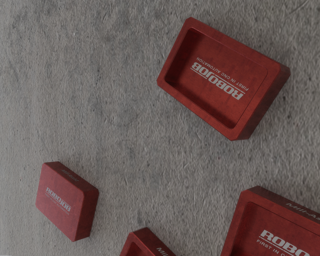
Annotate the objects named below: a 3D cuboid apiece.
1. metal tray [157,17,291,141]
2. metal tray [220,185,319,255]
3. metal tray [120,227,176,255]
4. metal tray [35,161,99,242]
[{"bbox_3d":[0.064,-0.057,0.348,0.130,0.030,0.089,41,115,32],"label":"metal tray"},{"bbox_3d":[0.129,0.123,0.294,0.130,0.030,0.089,23,105,37],"label":"metal tray"},{"bbox_3d":[-0.002,0.207,0.403,0.130,0.030,0.089,35,111,34],"label":"metal tray"},{"bbox_3d":[-0.165,0.123,0.538,0.130,0.030,0.089,23,105,37],"label":"metal tray"}]
